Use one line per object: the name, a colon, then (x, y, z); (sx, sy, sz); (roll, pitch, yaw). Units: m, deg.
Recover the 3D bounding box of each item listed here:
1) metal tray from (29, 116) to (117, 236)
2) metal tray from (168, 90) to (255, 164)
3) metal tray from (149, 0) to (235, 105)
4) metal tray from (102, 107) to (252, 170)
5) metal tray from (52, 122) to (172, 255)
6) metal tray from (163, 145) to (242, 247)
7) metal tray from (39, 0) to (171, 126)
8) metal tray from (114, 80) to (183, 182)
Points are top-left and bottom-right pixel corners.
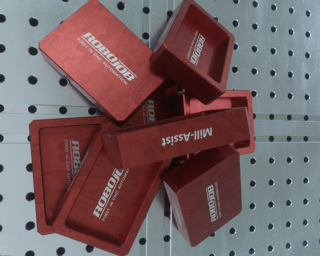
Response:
metal tray: (-0.103, 0.053, 0.372); (0.091, 0.030, 0.129); (-5, 91, -21)
metal tray: (0.074, -0.005, 0.417); (0.131, 0.030, 0.090); (-5, 92, -37)
metal tray: (0.047, -0.101, 0.391); (0.090, 0.030, 0.130); (35, 46, -16)
metal tray: (0.012, 0.007, 0.314); (0.131, 0.090, 0.030); (-12, 94, -15)
metal tray: (-0.053, 0.069, 0.358); (0.090, 0.030, 0.130); (28, 81, -18)
metal tray: (0.060, 0.087, 0.396); (0.090, 0.030, 0.129); (-30, 133, -17)
metal tray: (-0.063, -0.077, 0.369); (0.130, 0.030, 0.090); (43, 76, 1)
metal tray: (-0.012, 0.000, 0.405); (0.091, 0.030, 0.129); (-5, 90, -22)
